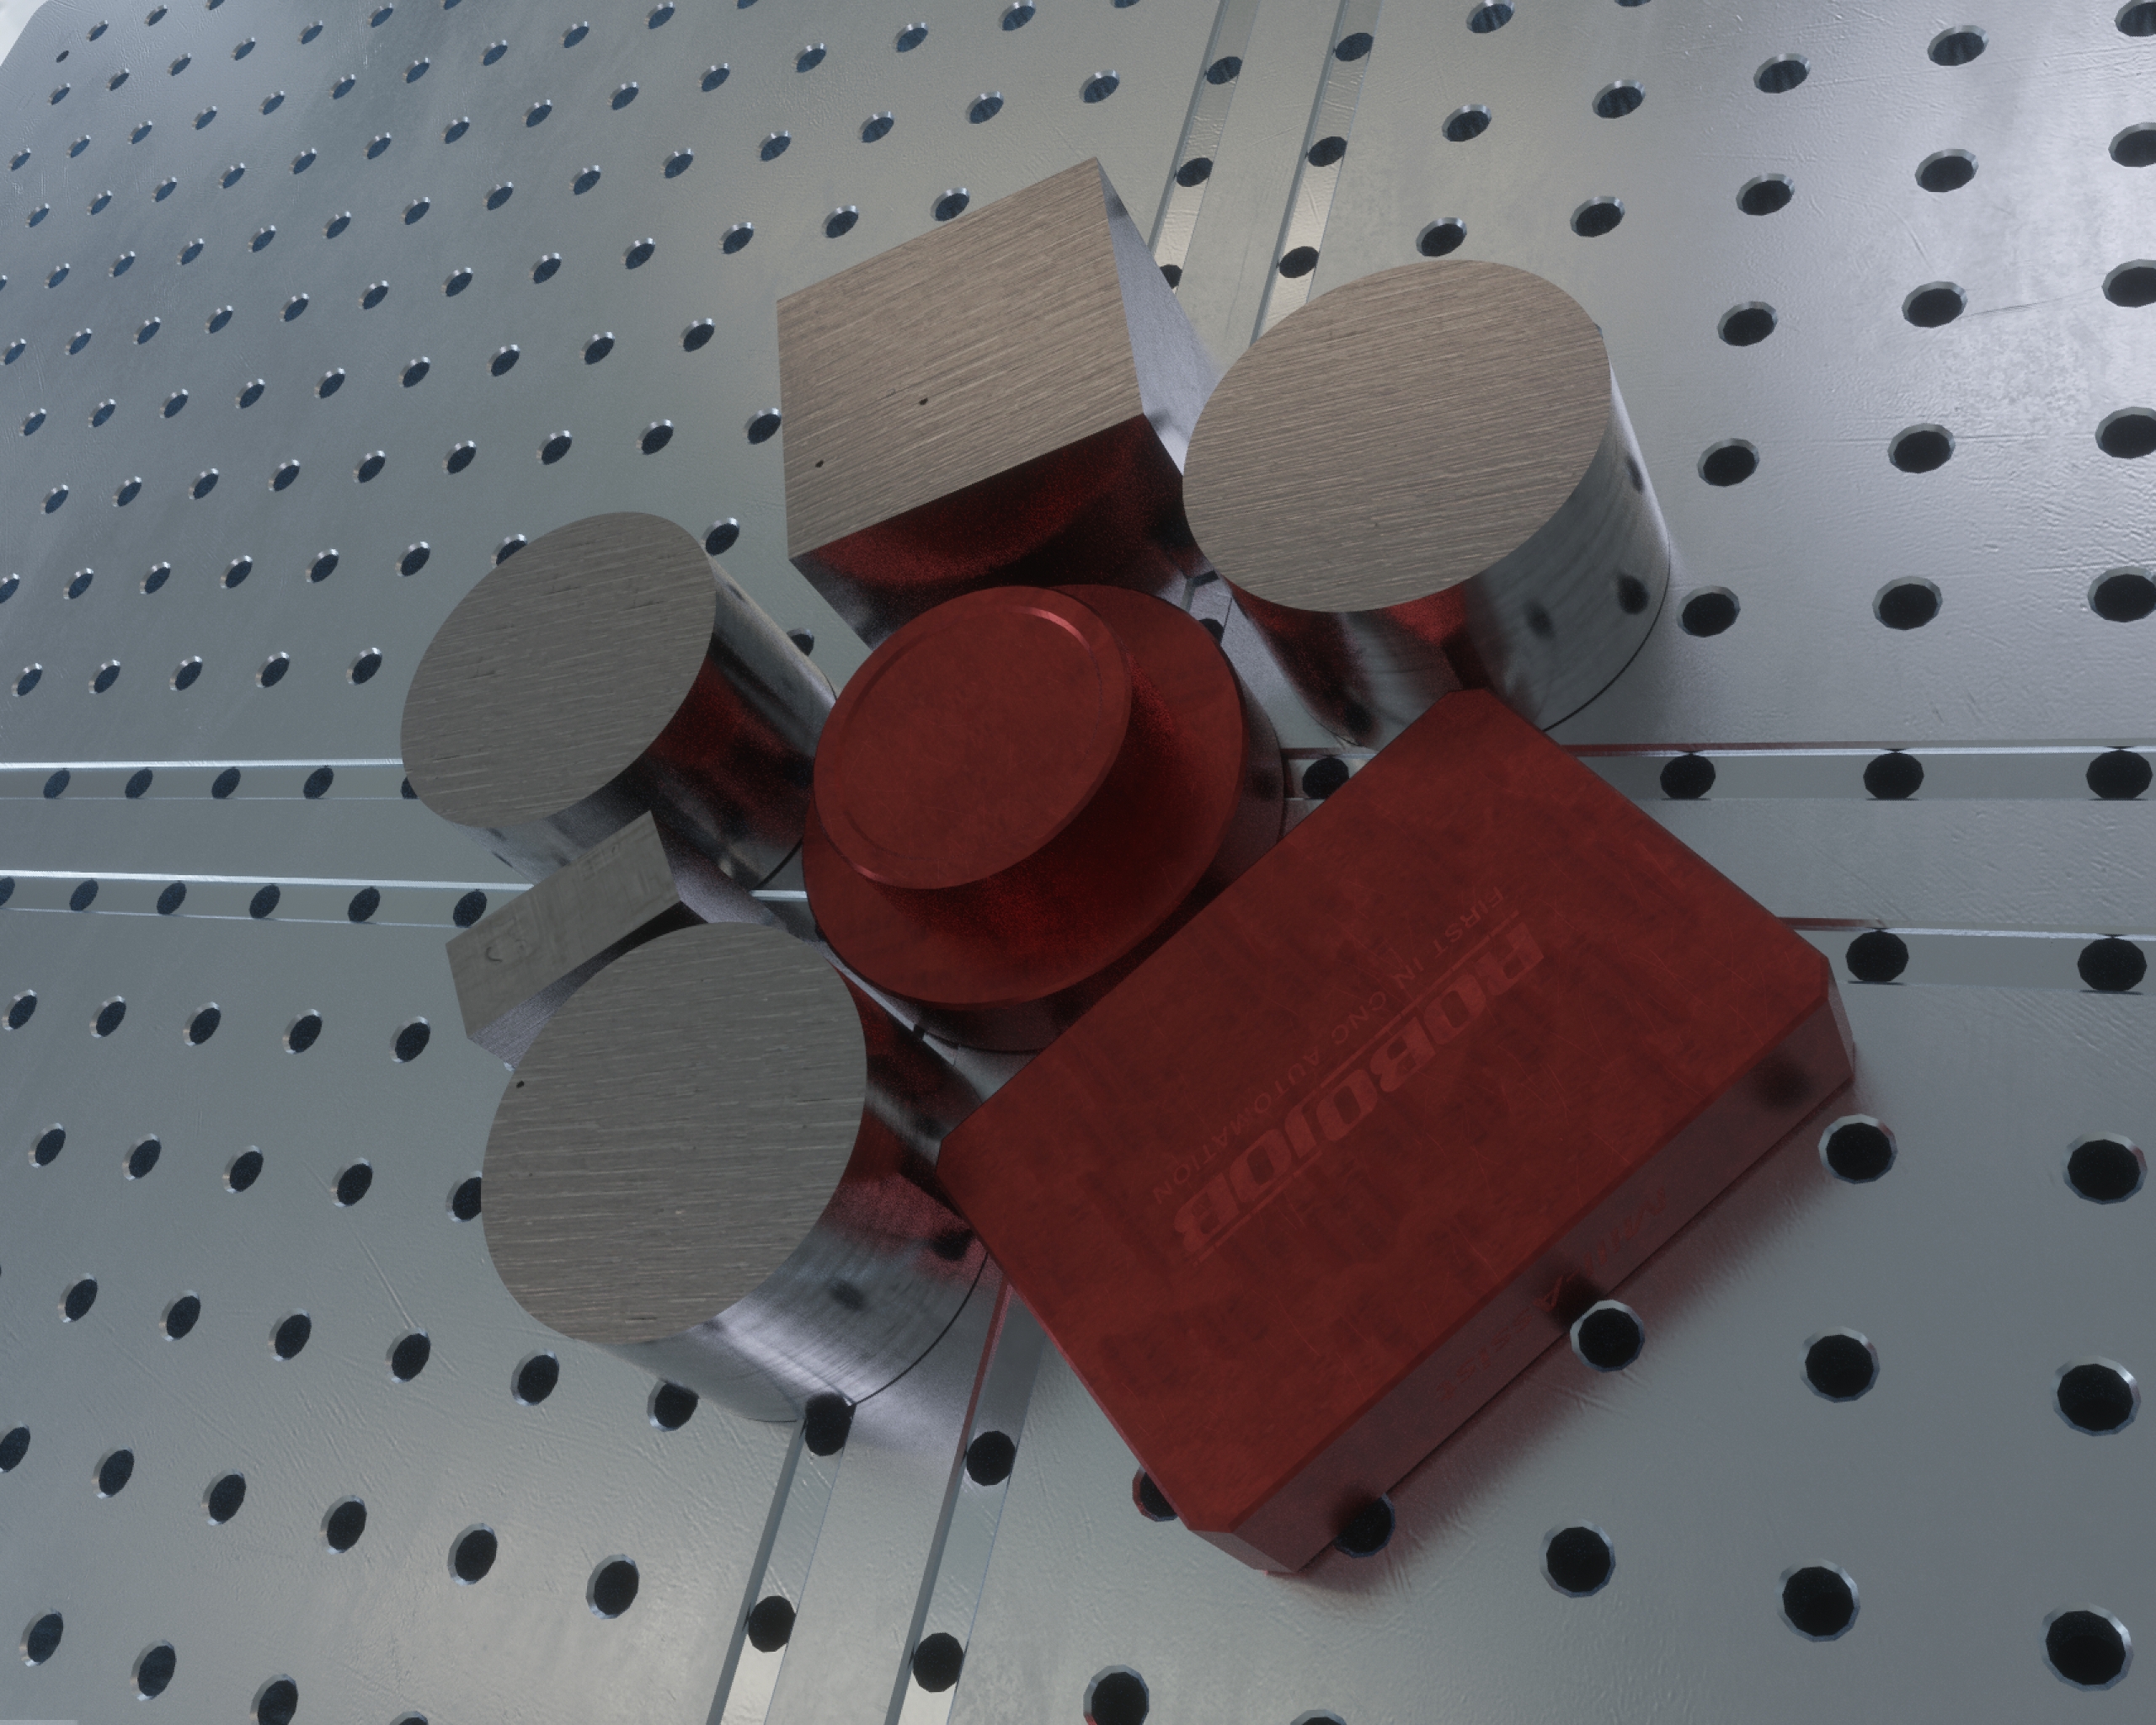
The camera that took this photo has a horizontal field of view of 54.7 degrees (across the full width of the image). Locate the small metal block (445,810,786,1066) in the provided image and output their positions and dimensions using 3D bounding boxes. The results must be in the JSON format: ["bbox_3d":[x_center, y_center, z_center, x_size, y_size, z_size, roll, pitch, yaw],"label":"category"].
[{"bbox_3d":[-0.090,0.023,0.424,0.050,0.050,0.025,-33,52,7],"label":"small metal block"}]

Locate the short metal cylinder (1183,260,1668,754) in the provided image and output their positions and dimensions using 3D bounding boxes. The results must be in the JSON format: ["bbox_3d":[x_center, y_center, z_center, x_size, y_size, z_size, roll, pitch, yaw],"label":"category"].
[{"bbox_3d":[0.067,-0.067,0.397,0.080,0.050,0.080,-13,56,21],"label":"short metal cylinder"}]

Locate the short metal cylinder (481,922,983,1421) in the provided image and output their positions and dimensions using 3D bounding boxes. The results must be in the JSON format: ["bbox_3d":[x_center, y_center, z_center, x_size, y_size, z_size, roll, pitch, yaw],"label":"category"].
[{"bbox_3d":[-0.062,0.058,0.389,0.080,0.050,0.080,-13,56,21],"label":"short metal cylinder"}]

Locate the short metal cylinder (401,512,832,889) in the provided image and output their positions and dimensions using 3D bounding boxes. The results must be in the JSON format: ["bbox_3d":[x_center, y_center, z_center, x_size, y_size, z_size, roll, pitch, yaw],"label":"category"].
[{"bbox_3d":[-0.101,-0.030,0.463,0.080,0.050,0.080,-13,56,21],"label":"short metal cylinder"}]

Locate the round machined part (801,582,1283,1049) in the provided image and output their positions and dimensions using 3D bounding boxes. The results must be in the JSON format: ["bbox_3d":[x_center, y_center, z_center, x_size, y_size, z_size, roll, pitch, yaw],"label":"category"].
[{"bbox_3d":[-0.013,-0.016,0.413,0.098,0.042,0.098,-13,56,21],"label":"round machined part"}]

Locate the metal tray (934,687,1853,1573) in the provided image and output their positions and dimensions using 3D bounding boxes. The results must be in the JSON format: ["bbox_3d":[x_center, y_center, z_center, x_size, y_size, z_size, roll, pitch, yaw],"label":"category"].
[{"bbox_3d":[0.050,0.041,0.352,0.130,0.030,0.090,-42,51,-1],"label":"metal tray"}]

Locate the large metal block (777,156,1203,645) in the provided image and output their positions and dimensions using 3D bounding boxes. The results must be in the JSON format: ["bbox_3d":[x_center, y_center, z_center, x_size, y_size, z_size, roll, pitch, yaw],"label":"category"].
[{"bbox_3d":[-0.017,-0.096,0.461,0.080,0.050,0.080,-19,54,17],"label":"large metal block"}]
